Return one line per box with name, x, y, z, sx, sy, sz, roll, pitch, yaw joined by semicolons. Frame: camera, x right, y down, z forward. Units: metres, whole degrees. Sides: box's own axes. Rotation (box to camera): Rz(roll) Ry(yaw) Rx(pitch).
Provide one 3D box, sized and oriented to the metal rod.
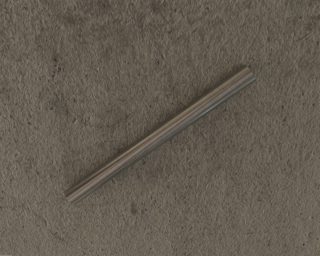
metal rod;-0.007;0.015;0.417;0.300;0.025;0.025;-35;107;11
